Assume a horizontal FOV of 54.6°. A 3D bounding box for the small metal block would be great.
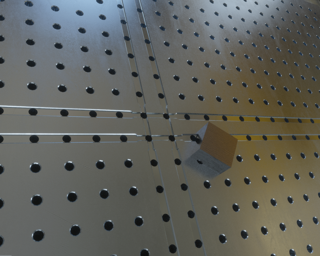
[{"bbox_3d":[0.076,0.027,0.432,0.050,0.025,0.050,31,52,-8],"label":"small metal block"}]
